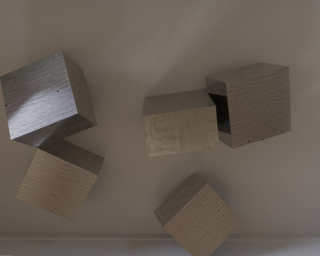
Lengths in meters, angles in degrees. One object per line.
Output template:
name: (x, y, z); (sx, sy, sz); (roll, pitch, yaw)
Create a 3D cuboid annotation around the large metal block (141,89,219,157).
large metal block: (0.023, -0.009, 0.379); (0.080, 0.080, 0.050); (-8, 110, 2)

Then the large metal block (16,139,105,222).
large metal block: (-0.133, 0.067, 0.421); (0.080, 0.050, 0.080); (27, 108, -10)

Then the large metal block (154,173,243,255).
large metal block: (0.052, 0.124, 0.432); (0.080, 0.050, 0.080); (-44, 106, -6)

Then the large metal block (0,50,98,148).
large metal block: (-0.130, -0.031, 0.364); (0.080, 0.050, 0.080); (-21, 72, 7)

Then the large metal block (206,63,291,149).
large metal block: (0.108, -0.030, 0.377); (0.081, 0.050, 0.079); (-16, 111, -13)
